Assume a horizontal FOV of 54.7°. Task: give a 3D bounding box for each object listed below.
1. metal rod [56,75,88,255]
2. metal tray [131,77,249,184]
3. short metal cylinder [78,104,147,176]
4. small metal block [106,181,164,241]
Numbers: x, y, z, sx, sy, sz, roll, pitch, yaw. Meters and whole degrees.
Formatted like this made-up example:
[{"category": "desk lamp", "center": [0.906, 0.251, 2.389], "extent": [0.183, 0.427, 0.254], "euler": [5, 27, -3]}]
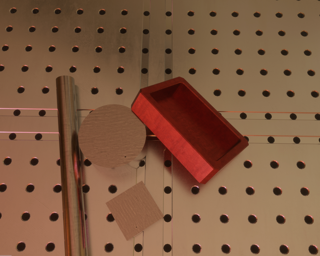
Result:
[{"category": "metal rod", "center": [-0.109, 0.071, 0.384], "extent": [0.025, 0.025, 0.299], "euler": [-9, 70, -4]}, {"category": "metal tray", "center": [0.038, -0.003, 0.385], "extent": [0.130, 0.030, 0.091], "euler": [47, 41, 15]}, {"category": "short metal cylinder", "center": [-0.057, 0.016, 0.392], "extent": [0.081, 0.050, 0.080], "euler": [0, 70, 0]}, {"category": "small metal block", "center": [-0.030, 0.100, 0.375], "extent": [0.050, 0.025, 0.050], "euler": [-31, 73, -11]}]
